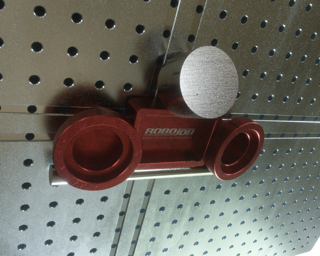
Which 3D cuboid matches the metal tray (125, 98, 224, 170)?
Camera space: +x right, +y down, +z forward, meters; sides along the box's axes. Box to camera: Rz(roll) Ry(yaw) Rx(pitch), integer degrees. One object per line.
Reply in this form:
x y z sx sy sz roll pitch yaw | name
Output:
0.014 0.009 0.416 0.131 0.030 0.089 0 119 -29 | metal tray

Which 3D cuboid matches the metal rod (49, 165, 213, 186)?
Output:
0.001 0.059 0.444 0.303 0.025 0.025 1 118 -29 | metal rod

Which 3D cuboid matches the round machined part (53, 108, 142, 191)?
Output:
-0.074 0.022 0.362 0.099 0.042 0.097 -8 118 -16 | round machined part

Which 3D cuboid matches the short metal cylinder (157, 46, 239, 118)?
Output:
0.044 -0.051 0.364 0.081 0.050 0.079 -1 93 -29 | short metal cylinder

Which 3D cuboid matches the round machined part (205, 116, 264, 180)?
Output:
0.105 0.026 0.463 0.099 0.042 0.097 -19 127 -27 | round machined part
